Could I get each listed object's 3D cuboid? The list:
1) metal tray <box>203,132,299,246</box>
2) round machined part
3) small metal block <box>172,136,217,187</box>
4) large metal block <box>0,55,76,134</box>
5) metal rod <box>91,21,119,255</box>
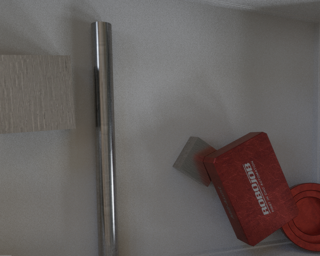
[{"bbox_3d":[0.127,0.081,0.426,0.091,0.030,0.129,-26,96,-18],"label":"metal tray"},{"bbox_3d":[0.229,0.134,0.474,0.099,0.042,0.098,-2,79,8],"label":"round machined part"},{"bbox_3d":[0.054,0.046,0.432,0.050,0.025,0.050,35,79,-17],"label":"small metal block"},{"bbox_3d":[-0.141,-0.036,0.345,0.081,0.050,0.079,-4,92,-20],"label":"large metal block"},{"bbox_3d":[-0.068,0.021,0.385,0.025,0.025,0.298,-2,91,-20],"label":"metal rod"}]
